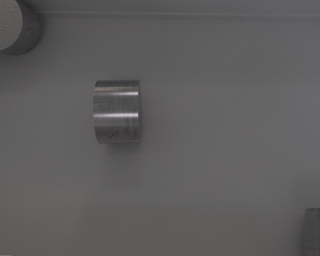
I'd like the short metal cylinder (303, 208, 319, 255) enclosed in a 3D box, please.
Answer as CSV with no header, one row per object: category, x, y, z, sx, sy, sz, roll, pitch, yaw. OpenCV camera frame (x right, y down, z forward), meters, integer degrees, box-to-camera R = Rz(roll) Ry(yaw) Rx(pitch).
short metal cylinder,0.201,0.121,0.337,0.080,0.080,0.050,11,71,4

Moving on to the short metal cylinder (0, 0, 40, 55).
short metal cylinder,-0.218,-0.145,0.432,0.080,0.050,0.079,0,96,3

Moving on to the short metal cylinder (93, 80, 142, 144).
short metal cylinder,-0.050,-0.020,0.387,0.050,0.080,0.080,-1,70,0
